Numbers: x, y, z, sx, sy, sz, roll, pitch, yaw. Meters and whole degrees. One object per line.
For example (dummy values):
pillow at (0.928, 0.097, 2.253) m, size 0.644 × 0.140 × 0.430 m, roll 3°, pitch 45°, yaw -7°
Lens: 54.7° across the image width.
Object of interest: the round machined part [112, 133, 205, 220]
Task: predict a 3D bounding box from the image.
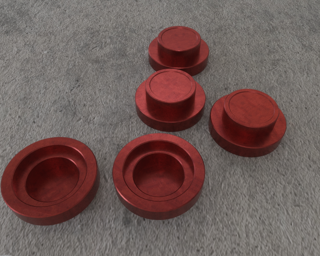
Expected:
round machined part at (-0.001, 0.056, 0.345) m, size 0.099 × 0.042 × 0.098 m, roll 0°, pitch 50°, yaw 0°

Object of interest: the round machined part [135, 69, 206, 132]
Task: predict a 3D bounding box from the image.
round machined part at (0.014, -0.045, 0.430) m, size 0.099 × 0.042 × 0.098 m, roll 0°, pitch 50°, yaw 0°

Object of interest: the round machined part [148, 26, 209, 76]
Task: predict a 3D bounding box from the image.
round machined part at (0.030, -0.128, 0.500) m, size 0.099 × 0.042 × 0.098 m, roll 0°, pitch 50°, yaw 0°

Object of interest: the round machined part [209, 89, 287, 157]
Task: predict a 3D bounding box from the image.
round machined part at (0.115, -0.014, 0.404) m, size 0.099 × 0.042 × 0.098 m, roll 0°, pitch 50°, yaw 0°

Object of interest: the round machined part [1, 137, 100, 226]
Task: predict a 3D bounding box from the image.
round machined part at (-0.115, 0.060, 0.340) m, size 0.099 × 0.042 × 0.098 m, roll 0°, pitch 50°, yaw 0°
